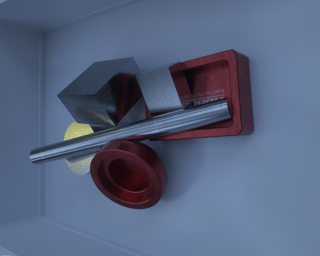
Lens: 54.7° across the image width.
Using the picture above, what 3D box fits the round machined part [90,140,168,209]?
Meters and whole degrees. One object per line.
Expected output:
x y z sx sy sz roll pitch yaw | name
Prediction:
-0.036 0.055 0.401 0.098 0.042 0.097 11 126 16 | round machined part

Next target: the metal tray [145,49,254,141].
0.040 -0.032 0.366 0.130 0.030 0.089 -6 86 39 | metal tray

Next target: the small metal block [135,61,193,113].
0.005 -0.048 0.371 0.050 0.025 0.050 -6 112 40 | small metal block

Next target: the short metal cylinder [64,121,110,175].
-0.101 0.028 0.468 0.080 0.050 0.079 0 90 39 | short metal cylinder

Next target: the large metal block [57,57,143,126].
-0.075 -0.049 0.419 0.080 0.080 0.050 4 135 40 | large metal block

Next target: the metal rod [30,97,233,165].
-0.055 0.011 0.394 0.300 0.025 0.025 -14 81 27 | metal rod
